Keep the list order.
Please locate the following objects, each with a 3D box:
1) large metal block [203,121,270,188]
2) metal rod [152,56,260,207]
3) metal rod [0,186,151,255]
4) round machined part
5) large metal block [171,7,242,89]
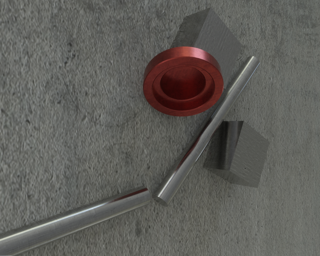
[{"bbox_3d":[0.124,0.042,0.496,0.080,0.050,0.080,32,70,-36],"label":"large metal block"},{"bbox_3d":[0.082,-0.010,0.475,0.301,0.025,0.025,-52,121,-27],"label":"metal rod"},{"bbox_3d":[-0.134,0.107,0.293,0.302,0.025,0.025,-11,97,-40],"label":"metal rod"},{"bbox_3d":[0.029,-0.063,0.393,0.098,0.098,0.042,37,37,-35],"label":"round machined part"},{"bbox_3d":[0.064,-0.108,0.444,0.080,0.050,0.080,36,68,-35],"label":"large metal block"}]
